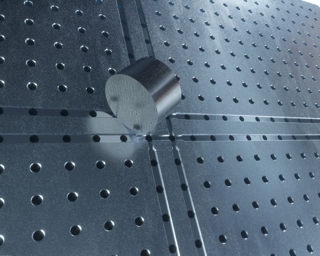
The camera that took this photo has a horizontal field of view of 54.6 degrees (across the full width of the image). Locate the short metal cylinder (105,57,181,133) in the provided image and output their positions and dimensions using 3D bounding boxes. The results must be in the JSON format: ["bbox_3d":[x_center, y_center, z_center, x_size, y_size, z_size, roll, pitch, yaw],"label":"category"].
[{"bbox_3d":[-0.021,-0.041,0.386,0.080,0.080,0.050,45,51,3],"label":"short metal cylinder"}]
